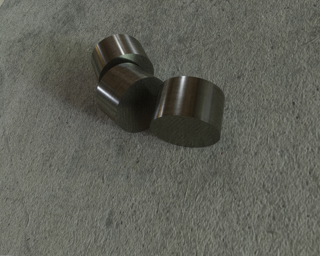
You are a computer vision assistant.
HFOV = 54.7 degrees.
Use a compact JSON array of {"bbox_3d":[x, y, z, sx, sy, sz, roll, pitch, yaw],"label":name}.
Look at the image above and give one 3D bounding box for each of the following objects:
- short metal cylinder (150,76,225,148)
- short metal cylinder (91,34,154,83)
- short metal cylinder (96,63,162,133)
[{"bbox_3d":[0.033,-0.016,0.362,0.080,0.080,0.050,-2,61,27],"label":"short metal cylinder"},{"bbox_3d":[-0.055,-0.088,0.452,0.080,0.080,0.050,-32,52,7],"label":"short metal cylinder"},{"bbox_3d":[-0.037,-0.040,0.413,0.080,0.080,0.050,-48,51,-5],"label":"short metal cylinder"}]
